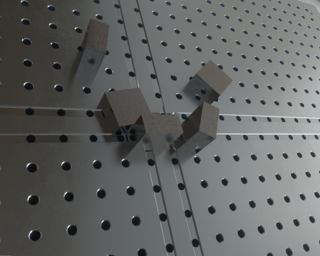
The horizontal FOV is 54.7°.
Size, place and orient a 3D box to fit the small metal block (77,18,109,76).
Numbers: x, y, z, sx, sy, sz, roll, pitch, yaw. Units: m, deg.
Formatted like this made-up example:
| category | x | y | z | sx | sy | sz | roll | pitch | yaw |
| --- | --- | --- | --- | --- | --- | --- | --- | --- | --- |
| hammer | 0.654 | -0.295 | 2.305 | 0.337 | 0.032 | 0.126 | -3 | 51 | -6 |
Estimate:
| category | x | y | z | sx | sy | sz | roll | pitch | yaw |
| --- | --- | --- | --- | --- | --- | --- | --- | --- | --- |
| small metal block | -0.089 | -0.106 | 0.410 | 0.025 | 0.050 | 0.050 | 13 | 56 | -22 |

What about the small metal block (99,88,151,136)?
| category | x | y | z | sx | sy | sz | roll | pitch | yaw |
| --- | --- | --- | --- | --- | --- | --- | --- | --- | --- |
| small metal block | -0.043 | -0.022 | 0.400 | 0.050 | 0.025 | 0.050 | -13 | 69 | -34 |

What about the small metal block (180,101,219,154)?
| category | x | y | z | sx | sy | sz | roll | pitch | yaw |
| --- | --- | --- | --- | --- | --- | --- | --- | --- | --- |
| small metal block | 0.054 | 0.000 | 0.423 | 0.025 | 0.050 | 0.050 | 24 | 53 | -14 |

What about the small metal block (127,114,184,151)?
| category | x | y | z | sx | sy | sz | roll | pitch | yaw |
| --- | --- | --- | --- | --- | --- | --- | --- | --- | --- |
| small metal block | -0.007 | 0.006 | 0.386 | 0.050 | 0.050 | 0.025 | -1 | 62 | -29 |

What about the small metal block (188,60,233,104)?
| category | x | y | z | sx | sy | sz | roll | pitch | yaw |
| --- | --- | --- | --- | --- | --- | --- | --- | --- | --- |
| small metal block | 0.082 | -0.075 | 0.501 | 0.050 | 0.025 | 0.050 | 43 | 51 | 1 |
